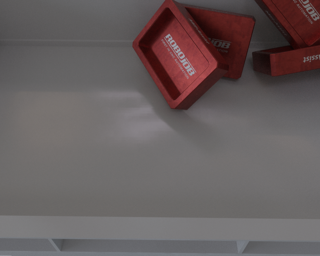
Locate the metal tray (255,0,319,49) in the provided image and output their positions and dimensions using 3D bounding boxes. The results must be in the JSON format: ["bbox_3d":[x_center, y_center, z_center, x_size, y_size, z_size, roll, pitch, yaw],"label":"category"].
[{"bbox_3d":[0.203,-0.183,0.443,0.090,0.130,0.030,-42,12,12],"label":"metal tray"}]

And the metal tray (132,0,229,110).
[{"bbox_3d":[0.023,-0.101,0.430,0.030,0.090,0.130,-1,54,-51],"label":"metal tray"}]

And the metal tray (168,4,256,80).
[{"bbox_3d":[0.069,-0.133,0.471,0.130,0.089,0.030,15,29,12],"label":"metal tray"}]

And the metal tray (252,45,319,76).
[{"bbox_3d":[0.212,-0.106,0.450,0.131,0.030,0.090,-10,16,2],"label":"metal tray"}]
